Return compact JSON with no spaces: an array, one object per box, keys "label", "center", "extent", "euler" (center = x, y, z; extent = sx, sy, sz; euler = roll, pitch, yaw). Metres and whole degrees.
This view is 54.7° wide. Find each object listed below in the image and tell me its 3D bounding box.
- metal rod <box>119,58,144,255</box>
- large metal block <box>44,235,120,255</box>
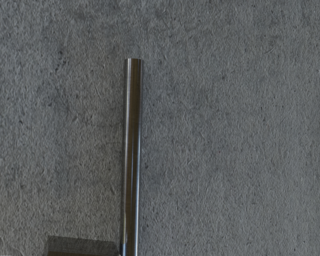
[{"label":"metal rod","center":[-0.037,0.063,0.395],"extent":[0.025,0.025,0.298],"euler":[2,90,-20]},{"label":"large metal block","center":[-0.098,0.177,0.360],"extent":[0.081,0.050,0.080],"euler":[14,85,-20]}]
